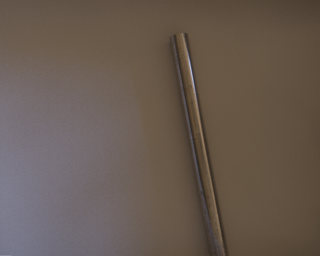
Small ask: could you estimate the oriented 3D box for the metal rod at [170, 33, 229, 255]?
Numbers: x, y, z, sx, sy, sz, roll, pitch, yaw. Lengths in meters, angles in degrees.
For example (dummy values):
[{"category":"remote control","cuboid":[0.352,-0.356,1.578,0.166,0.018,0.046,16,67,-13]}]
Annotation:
[{"category":"metal rod","cuboid":[0.052,0.025,0.411,0.025,0.025,0.299,-11,90,0]}]
